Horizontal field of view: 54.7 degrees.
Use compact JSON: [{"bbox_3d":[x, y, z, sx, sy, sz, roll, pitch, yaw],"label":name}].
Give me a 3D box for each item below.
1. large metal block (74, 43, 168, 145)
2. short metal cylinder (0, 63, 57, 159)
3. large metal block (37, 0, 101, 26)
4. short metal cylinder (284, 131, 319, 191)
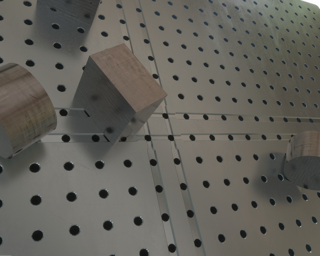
[{"bbox_3d":[-0.050,-0.039,0.370,0.050,0.080,0.080,-34,81,-38],"label":"large metal block"},{"bbox_3d":[-0.149,-0.017,0.303,0.080,0.080,0.050,46,51,3],"label":"short metal cylinder"},{"bbox_3d":[-0.119,-0.205,0.434,0.080,0.080,0.050,20,54,-17],"label":"large metal block"},{"bbox_3d":[0.233,0.050,0.467,0.080,0.080,0.050,33,51,-7],"label":"short metal cylinder"}]
